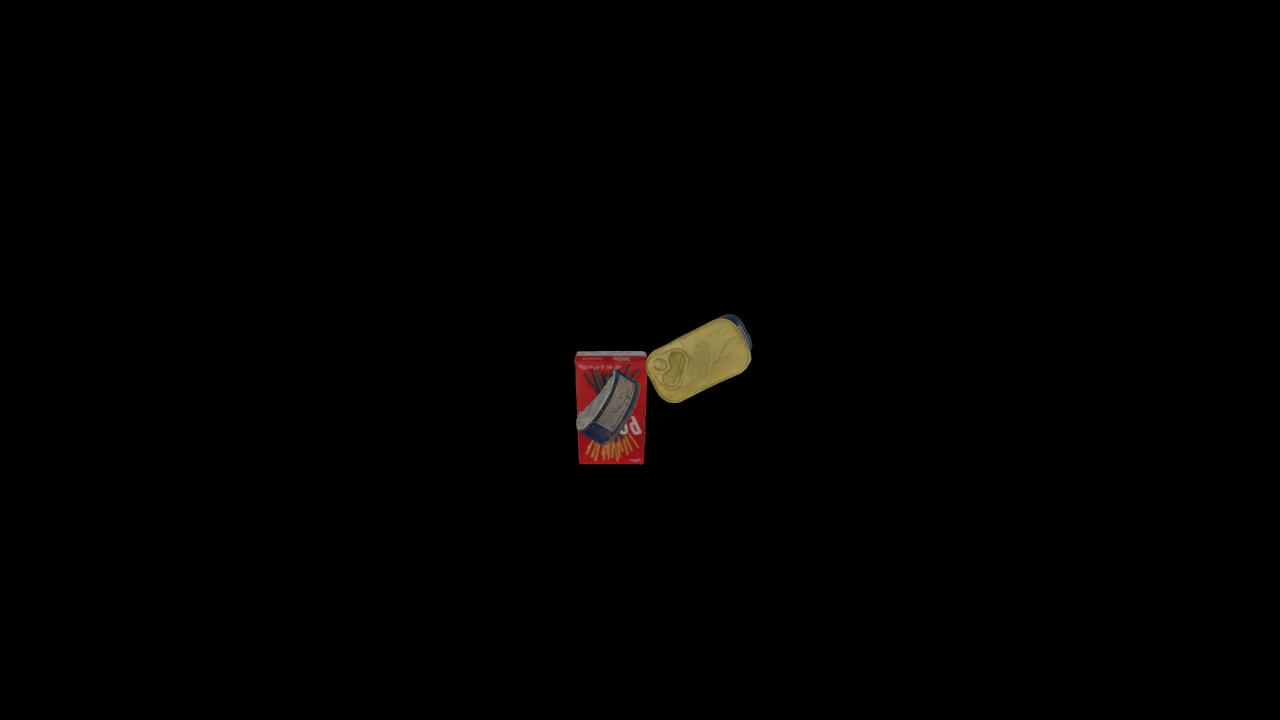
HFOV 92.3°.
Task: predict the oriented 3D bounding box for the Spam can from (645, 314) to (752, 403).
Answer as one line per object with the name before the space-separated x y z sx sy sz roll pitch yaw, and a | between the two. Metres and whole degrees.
Spam can | 0.065 -0.005 0.634 0.101 0.058 0.085 -26 2 16

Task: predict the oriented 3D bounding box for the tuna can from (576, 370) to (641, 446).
tuna can | -0.037 0.051 0.690 0.034 0.084 0.084 32 -10 -16

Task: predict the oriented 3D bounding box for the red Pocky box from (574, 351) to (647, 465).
red Pocky box | -0.033 0.060 0.728 0.083 0.155 0.028 -1 33 -3
